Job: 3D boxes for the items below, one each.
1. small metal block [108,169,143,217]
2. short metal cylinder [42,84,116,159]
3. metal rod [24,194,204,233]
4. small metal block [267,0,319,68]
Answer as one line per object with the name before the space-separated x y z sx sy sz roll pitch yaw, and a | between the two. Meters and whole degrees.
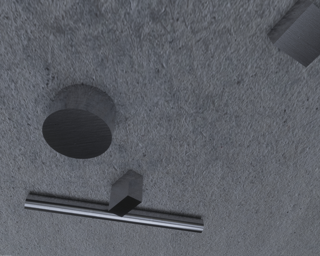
small metal block | -0.052 0.100 0.475 0.025 0.050 0.050 33 123 -25
short metal cylinder | -0.097 -0.007 0.383 0.081 0.050 0.079 0 130 0
metal rod | -0.071 0.148 0.532 0.302 0.025 0.025 11 129 -10
small metal block | 0.152 -0.100 0.324 0.050 0.025 0.050 26 125 -21
